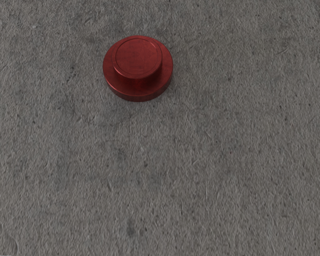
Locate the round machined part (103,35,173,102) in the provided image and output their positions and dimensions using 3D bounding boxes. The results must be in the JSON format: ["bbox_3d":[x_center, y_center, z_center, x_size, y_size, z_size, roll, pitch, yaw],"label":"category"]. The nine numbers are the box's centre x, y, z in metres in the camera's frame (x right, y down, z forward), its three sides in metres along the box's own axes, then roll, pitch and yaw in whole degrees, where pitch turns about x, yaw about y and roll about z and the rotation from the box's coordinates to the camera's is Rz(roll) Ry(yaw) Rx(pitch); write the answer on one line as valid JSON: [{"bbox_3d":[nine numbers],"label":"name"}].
[{"bbox_3d":[-0.031,-0.089,0.432,0.099,0.042,0.098,0,70,0],"label":"round machined part"}]
